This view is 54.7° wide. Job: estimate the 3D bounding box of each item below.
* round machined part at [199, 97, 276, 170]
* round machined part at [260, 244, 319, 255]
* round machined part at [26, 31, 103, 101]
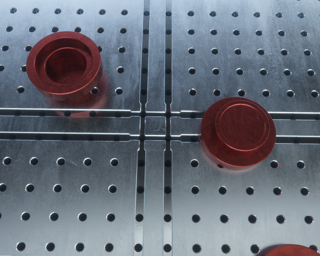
[{"bbox_3d":[0.103,0.003,0.403,0.099,0.042,0.098,0,70,-1],"label":"round machined part"},{"bbox_3d":[0.152,0.180,0.339,0.099,0.042,0.098,0,70,-1],"label":"round machined part"},{"bbox_3d":[-0.129,-0.082,0.431,0.099,0.042,0.098,0,70,-1],"label":"round machined part"}]
